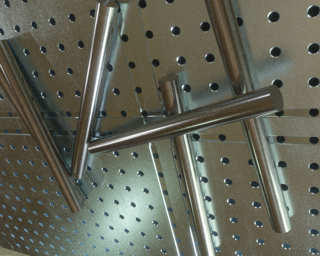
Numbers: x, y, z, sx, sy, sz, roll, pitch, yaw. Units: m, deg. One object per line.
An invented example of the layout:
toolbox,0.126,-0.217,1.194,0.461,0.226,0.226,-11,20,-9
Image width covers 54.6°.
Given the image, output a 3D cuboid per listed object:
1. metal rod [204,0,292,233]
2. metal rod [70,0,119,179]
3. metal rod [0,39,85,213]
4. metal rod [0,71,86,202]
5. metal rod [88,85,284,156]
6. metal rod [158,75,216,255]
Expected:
metal rod,0.107,-0.001,0.354,0.025,0.025,0.299,-9,114,32
metal rod,-0.101,-0.032,0.445,0.025,0.025,0.298,28,128,10
metal rod,-0.193,0.007,0.503,0.025,0.025,0.299,-9,110,32
metal rod,-0.206,0.007,0.525,0.025,0.025,0.299,-11,113,33
metal rod,0.001,0.002,0.381,0.299,0.025,0.025,-16,111,45
metal rod,0.043,0.072,0.432,0.025,0.025,0.298,0,119,28
